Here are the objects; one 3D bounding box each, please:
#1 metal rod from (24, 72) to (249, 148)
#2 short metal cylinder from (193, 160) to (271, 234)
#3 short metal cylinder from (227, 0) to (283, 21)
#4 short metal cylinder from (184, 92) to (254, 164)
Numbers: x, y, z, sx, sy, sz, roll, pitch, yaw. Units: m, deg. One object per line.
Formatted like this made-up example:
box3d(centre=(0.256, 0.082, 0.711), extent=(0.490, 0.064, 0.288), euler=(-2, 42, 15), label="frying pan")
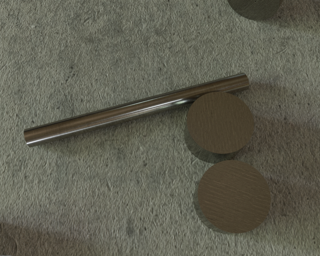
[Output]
box3d(centre=(-0.026, -0.026, 0.417), extent=(0.302, 0.025, 0.025), euler=(-15, 71, -6), label="metal rod")
box3d(centre=(0.082, 0.083, 0.365), extent=(0.081, 0.050, 0.080), euler=(0, 70, 0), label="short metal cylinder")
box3d(centre=(0.145, -0.207, 0.455), extent=(0.080, 0.080, 0.050), euler=(28, 73, 9), label="short metal cylinder")
box3d(centre=(0.073, 0.001, 0.395), extent=(0.081, 0.050, 0.080), euler=(0, 70, 0), label="short metal cylinder")
